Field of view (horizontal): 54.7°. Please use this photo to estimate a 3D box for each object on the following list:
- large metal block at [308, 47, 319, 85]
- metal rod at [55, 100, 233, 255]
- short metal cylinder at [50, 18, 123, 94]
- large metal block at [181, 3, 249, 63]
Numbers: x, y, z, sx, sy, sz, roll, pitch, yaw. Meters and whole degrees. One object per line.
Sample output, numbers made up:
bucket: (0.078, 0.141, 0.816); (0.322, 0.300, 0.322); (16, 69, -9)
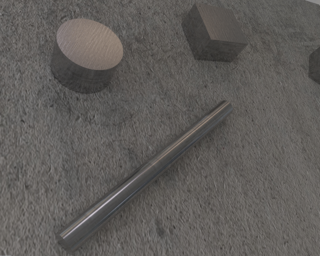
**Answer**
large metal block: (0.371, -0.128, 0.665); (0.080, 0.050, 0.080); (31, 52, -9)
metal rod: (0.006, 0.039, 0.383); (0.025, 0.025, 0.302); (49, 51, 6)
short metal cylinder: (-0.093, -0.090, 0.393); (0.081, 0.050, 0.080); (14, 56, -21)
large metal block: (0.094, -0.164, 0.538); (0.081, 0.050, 0.080); (-3, 63, -30)
